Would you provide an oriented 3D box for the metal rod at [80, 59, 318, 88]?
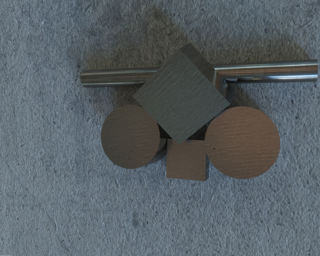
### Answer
[{"bbox_3d":[0.034,-0.068,0.398,0.301,0.025,0.025,1,91,19],"label":"metal rod"}]

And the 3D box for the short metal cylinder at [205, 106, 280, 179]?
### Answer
[{"bbox_3d":[0.097,0.016,0.362,0.080,0.050,0.079,0,90,20],"label":"short metal cylinder"}]

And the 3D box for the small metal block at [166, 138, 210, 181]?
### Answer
[{"bbox_3d":[0.037,0.039,0.398,0.050,0.025,0.050,2,91,20],"label":"small metal block"}]

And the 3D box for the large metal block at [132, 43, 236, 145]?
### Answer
[{"bbox_3d":[0.029,-0.040,0.368,0.080,0.050,0.080,47,119,-3],"label":"large metal block"}]

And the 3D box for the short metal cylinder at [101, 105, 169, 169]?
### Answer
[{"bbox_3d":[-0.029,0.011,0.406,0.080,0.050,0.079,0,90,20],"label":"short metal cylinder"}]
